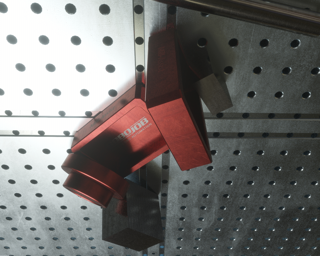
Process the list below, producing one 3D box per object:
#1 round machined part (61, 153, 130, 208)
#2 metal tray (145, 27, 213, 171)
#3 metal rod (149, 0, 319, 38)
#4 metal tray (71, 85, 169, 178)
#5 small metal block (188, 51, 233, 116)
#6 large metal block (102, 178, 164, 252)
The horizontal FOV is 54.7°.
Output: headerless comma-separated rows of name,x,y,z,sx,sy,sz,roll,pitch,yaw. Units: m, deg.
round machined part,-0.095,0.078,0.435,0.098,0.042,0.098,23,158,10
metal tray,0.019,-0.033,0.315,0.030,0.130,0.090,-18,128,14
metal rod,0.018,-0.131,0.300,0.302,0.025,0.025,9,130,-9
metal tray,-0.043,0.011,0.417,0.130,0.030,0.090,-35,122,25
small metal block,0.057,-0.051,0.353,0.025,0.050,0.050,-26,126,20
large metal block,-0.043,0.137,0.483,0.050,0.080,0.080,-32,134,24
